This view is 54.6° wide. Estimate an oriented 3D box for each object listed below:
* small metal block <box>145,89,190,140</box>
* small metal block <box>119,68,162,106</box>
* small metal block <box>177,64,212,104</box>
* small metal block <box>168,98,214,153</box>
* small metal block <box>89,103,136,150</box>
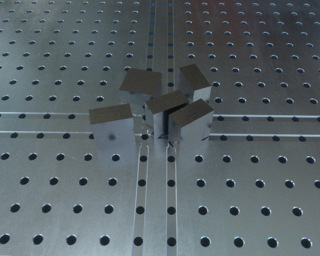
[{"bbox_3d":[0.009,-0.017,0.406,0.050,0.050,0.025,-21,53,-17],"label":"small metal block"},{"bbox_3d":[-0.028,-0.060,0.458,0.050,0.025,0.050,10,51,8],"label":"small metal block"},{"bbox_3d":[0.047,-0.053,0.437,0.025,0.050,0.050,-17,52,-14],"label":"small metal block"},{"bbox_3d":[0.038,-0.003,0.394,0.050,0.050,0.025,-28,55,-21],"label":"small metal block"},{"bbox_3d":[-0.059,-0.001,0.393,0.050,0.050,0.025,-10,51,-8],"label":"small metal block"}]
